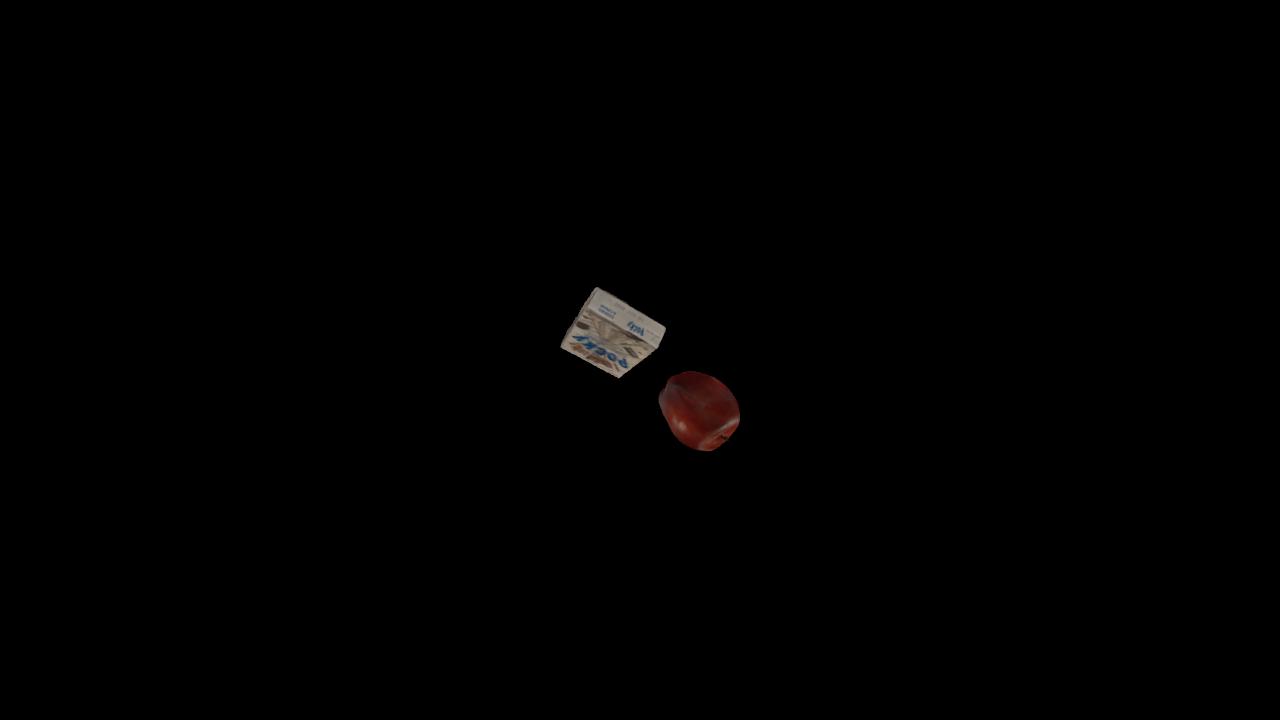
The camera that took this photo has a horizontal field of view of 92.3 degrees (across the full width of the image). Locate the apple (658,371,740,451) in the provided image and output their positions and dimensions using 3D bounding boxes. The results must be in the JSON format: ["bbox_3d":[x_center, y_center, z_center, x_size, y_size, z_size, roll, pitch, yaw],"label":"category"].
[{"bbox_3d":[0.066,0.056,0.675,0.093,0.079,0.079,48,25,25],"label":"apple"}]

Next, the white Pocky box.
[{"bbox_3d":[-0.034,-0.025,0.668,0.084,0.028,0.154,29,-20,-8],"label":"white Pocky box"}]
